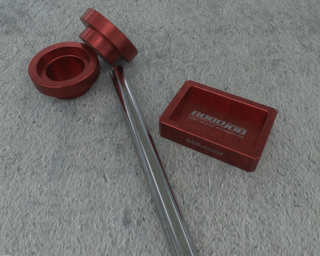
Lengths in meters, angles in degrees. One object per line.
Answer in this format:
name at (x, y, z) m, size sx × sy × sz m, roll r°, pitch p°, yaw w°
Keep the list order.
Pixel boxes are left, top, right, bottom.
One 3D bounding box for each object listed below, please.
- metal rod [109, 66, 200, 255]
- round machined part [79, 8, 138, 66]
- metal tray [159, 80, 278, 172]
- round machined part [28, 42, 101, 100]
metal rod at (-0.018, 0.024, 0.382) m, size 0.025 × 0.025 × 0.300 m, roll -14°, pitch 52°, yaw -12°
round machined part at (-0.084, -0.132, 0.475) m, size 0.098 × 0.098 × 0.042 m, roll 40°, pitch 89°, yaw 28°
metal tray at (0.075, -0.007, 0.406) m, size 0.130 × 0.030 × 0.090 m, roll 22°, pitch 53°, yaw 17°
round machined part at (-0.137, -0.080, 0.456) m, size 0.099 × 0.042 × 0.098 m, roll -1°, pitch 52°, yaw 2°
